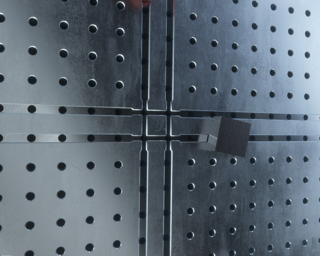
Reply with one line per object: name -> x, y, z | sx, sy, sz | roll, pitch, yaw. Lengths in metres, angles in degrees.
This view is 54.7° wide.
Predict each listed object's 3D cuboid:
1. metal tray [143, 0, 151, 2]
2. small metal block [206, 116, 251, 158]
metal tray -> -0.027, -0.244, 0.399 | 0.130, 0.030, 0.090 | 46, 76, -14
small metal block -> 0.100, 0.013, 0.449 | 0.050, 0.025, 0.050 | 13, 86, -20
